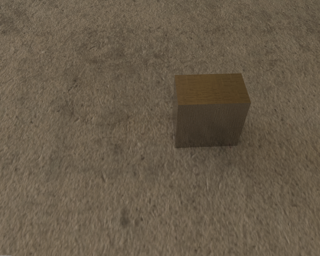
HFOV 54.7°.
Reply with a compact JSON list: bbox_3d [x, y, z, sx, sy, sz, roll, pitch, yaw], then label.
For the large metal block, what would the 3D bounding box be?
[{"bbox_3d":[0.059,-0.020,0.385,0.081,0.080,0.050,-2,50,-2],"label":"large metal block"}]
